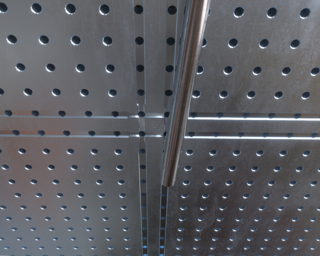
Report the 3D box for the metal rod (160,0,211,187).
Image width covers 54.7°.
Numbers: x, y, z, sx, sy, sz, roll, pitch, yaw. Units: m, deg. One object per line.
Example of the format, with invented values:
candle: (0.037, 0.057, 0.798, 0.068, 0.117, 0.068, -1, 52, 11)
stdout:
metal rod: (0.026, -0.031, 0.385, 0.025, 0.025, 0.298, 4, 130, -4)
